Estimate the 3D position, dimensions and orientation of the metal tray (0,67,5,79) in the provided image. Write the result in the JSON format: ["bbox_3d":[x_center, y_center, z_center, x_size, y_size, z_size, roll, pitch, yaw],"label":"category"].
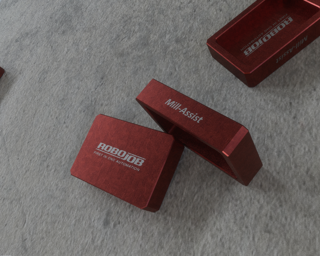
[{"bbox_3d":[-0.399,-0.083,0.656,0.090,0.030,0.130,11,67,32],"label":"metal tray"}]

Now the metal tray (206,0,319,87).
[{"bbox_3d":[0.138,-0.123,0.402,0.130,0.030,0.090,-38,51,2],"label":"metal tray"}]

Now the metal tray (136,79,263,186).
[{"bbox_3d":[0.041,0.004,0.337,0.130,0.090,0.030,33,81,38],"label":"metal tray"}]

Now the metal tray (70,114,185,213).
[{"bbox_3d":[-0.044,0.040,0.391,0.130,0.030,0.090,16,77,34],"label":"metal tray"}]
